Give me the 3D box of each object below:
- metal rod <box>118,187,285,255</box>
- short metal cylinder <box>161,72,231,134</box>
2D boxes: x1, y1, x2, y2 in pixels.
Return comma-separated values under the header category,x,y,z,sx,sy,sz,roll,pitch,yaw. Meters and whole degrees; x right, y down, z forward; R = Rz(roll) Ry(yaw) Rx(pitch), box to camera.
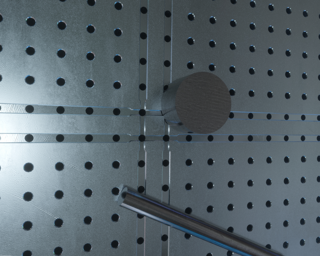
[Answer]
category,x,y,z,sx,sy,sz,roll,pitch,yaw
metal rod,0.079,0.153,0.443,0.301,0.025,0.025,28,81,-18
short metal cylinder,0.048,-0.032,0.418,0.081,0.050,0.079,0,90,-20
